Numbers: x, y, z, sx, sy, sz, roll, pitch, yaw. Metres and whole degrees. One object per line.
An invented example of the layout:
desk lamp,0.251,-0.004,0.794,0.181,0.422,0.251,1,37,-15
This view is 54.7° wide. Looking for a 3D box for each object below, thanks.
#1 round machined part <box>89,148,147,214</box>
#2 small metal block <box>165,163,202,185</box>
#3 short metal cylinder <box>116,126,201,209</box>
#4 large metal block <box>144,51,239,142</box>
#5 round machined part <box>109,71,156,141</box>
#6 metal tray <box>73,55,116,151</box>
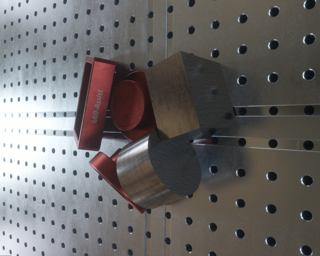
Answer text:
round machined part,-0.045,0.065,0.412,0.098,0.098,0.042,33,71,35
small metal block,0.017,0.054,0.395,0.050,0.025,0.050,-36,68,34
short metal cylinder,0.000,0.043,0.341,0.050,0.081,0.080,-32,71,36
large metal block,0.036,-0.031,0.344,0.050,0.081,0.080,-21,77,38
round machined part,-0.032,-0.030,0.425,0.098,0.042,0.097,0,90,40
metal tray,-0.101,-0.040,0.463,0.090,0.030,0.129,-144,65,-65
